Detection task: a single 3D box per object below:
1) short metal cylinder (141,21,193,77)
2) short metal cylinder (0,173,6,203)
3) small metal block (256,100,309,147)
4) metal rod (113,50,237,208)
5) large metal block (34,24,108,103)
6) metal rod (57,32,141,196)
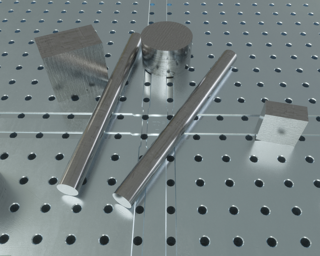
[{"bbox_3d":[0.011,-0.128,0.499,0.081,0.050,0.080,0,50,0],"label":"short metal cylinder"},{"bbox_3d":[-0.220,0.062,0.338,0.080,0.050,0.080,0,50,0],"label":"short metal cylinder"},{"bbox_3d":[0.154,-0.005,0.397,0.050,0.050,0.025,10,51,8],"label":"small metal block"},{"bbox_3d":[0.036,-0.019,0.423,0.025,0.025,0.301,25,54,19],"label":"metal rod"},{"bbox_3d":[-0.124,-0.093,0.449,0.081,0.080,0.050,-20,53,-16],"label":"large metal block"},{"bbox_3d":[-0.072,-0.042,0.442,0.025,0.025,0.300,10,51,8],"label":"metal rod"}]
